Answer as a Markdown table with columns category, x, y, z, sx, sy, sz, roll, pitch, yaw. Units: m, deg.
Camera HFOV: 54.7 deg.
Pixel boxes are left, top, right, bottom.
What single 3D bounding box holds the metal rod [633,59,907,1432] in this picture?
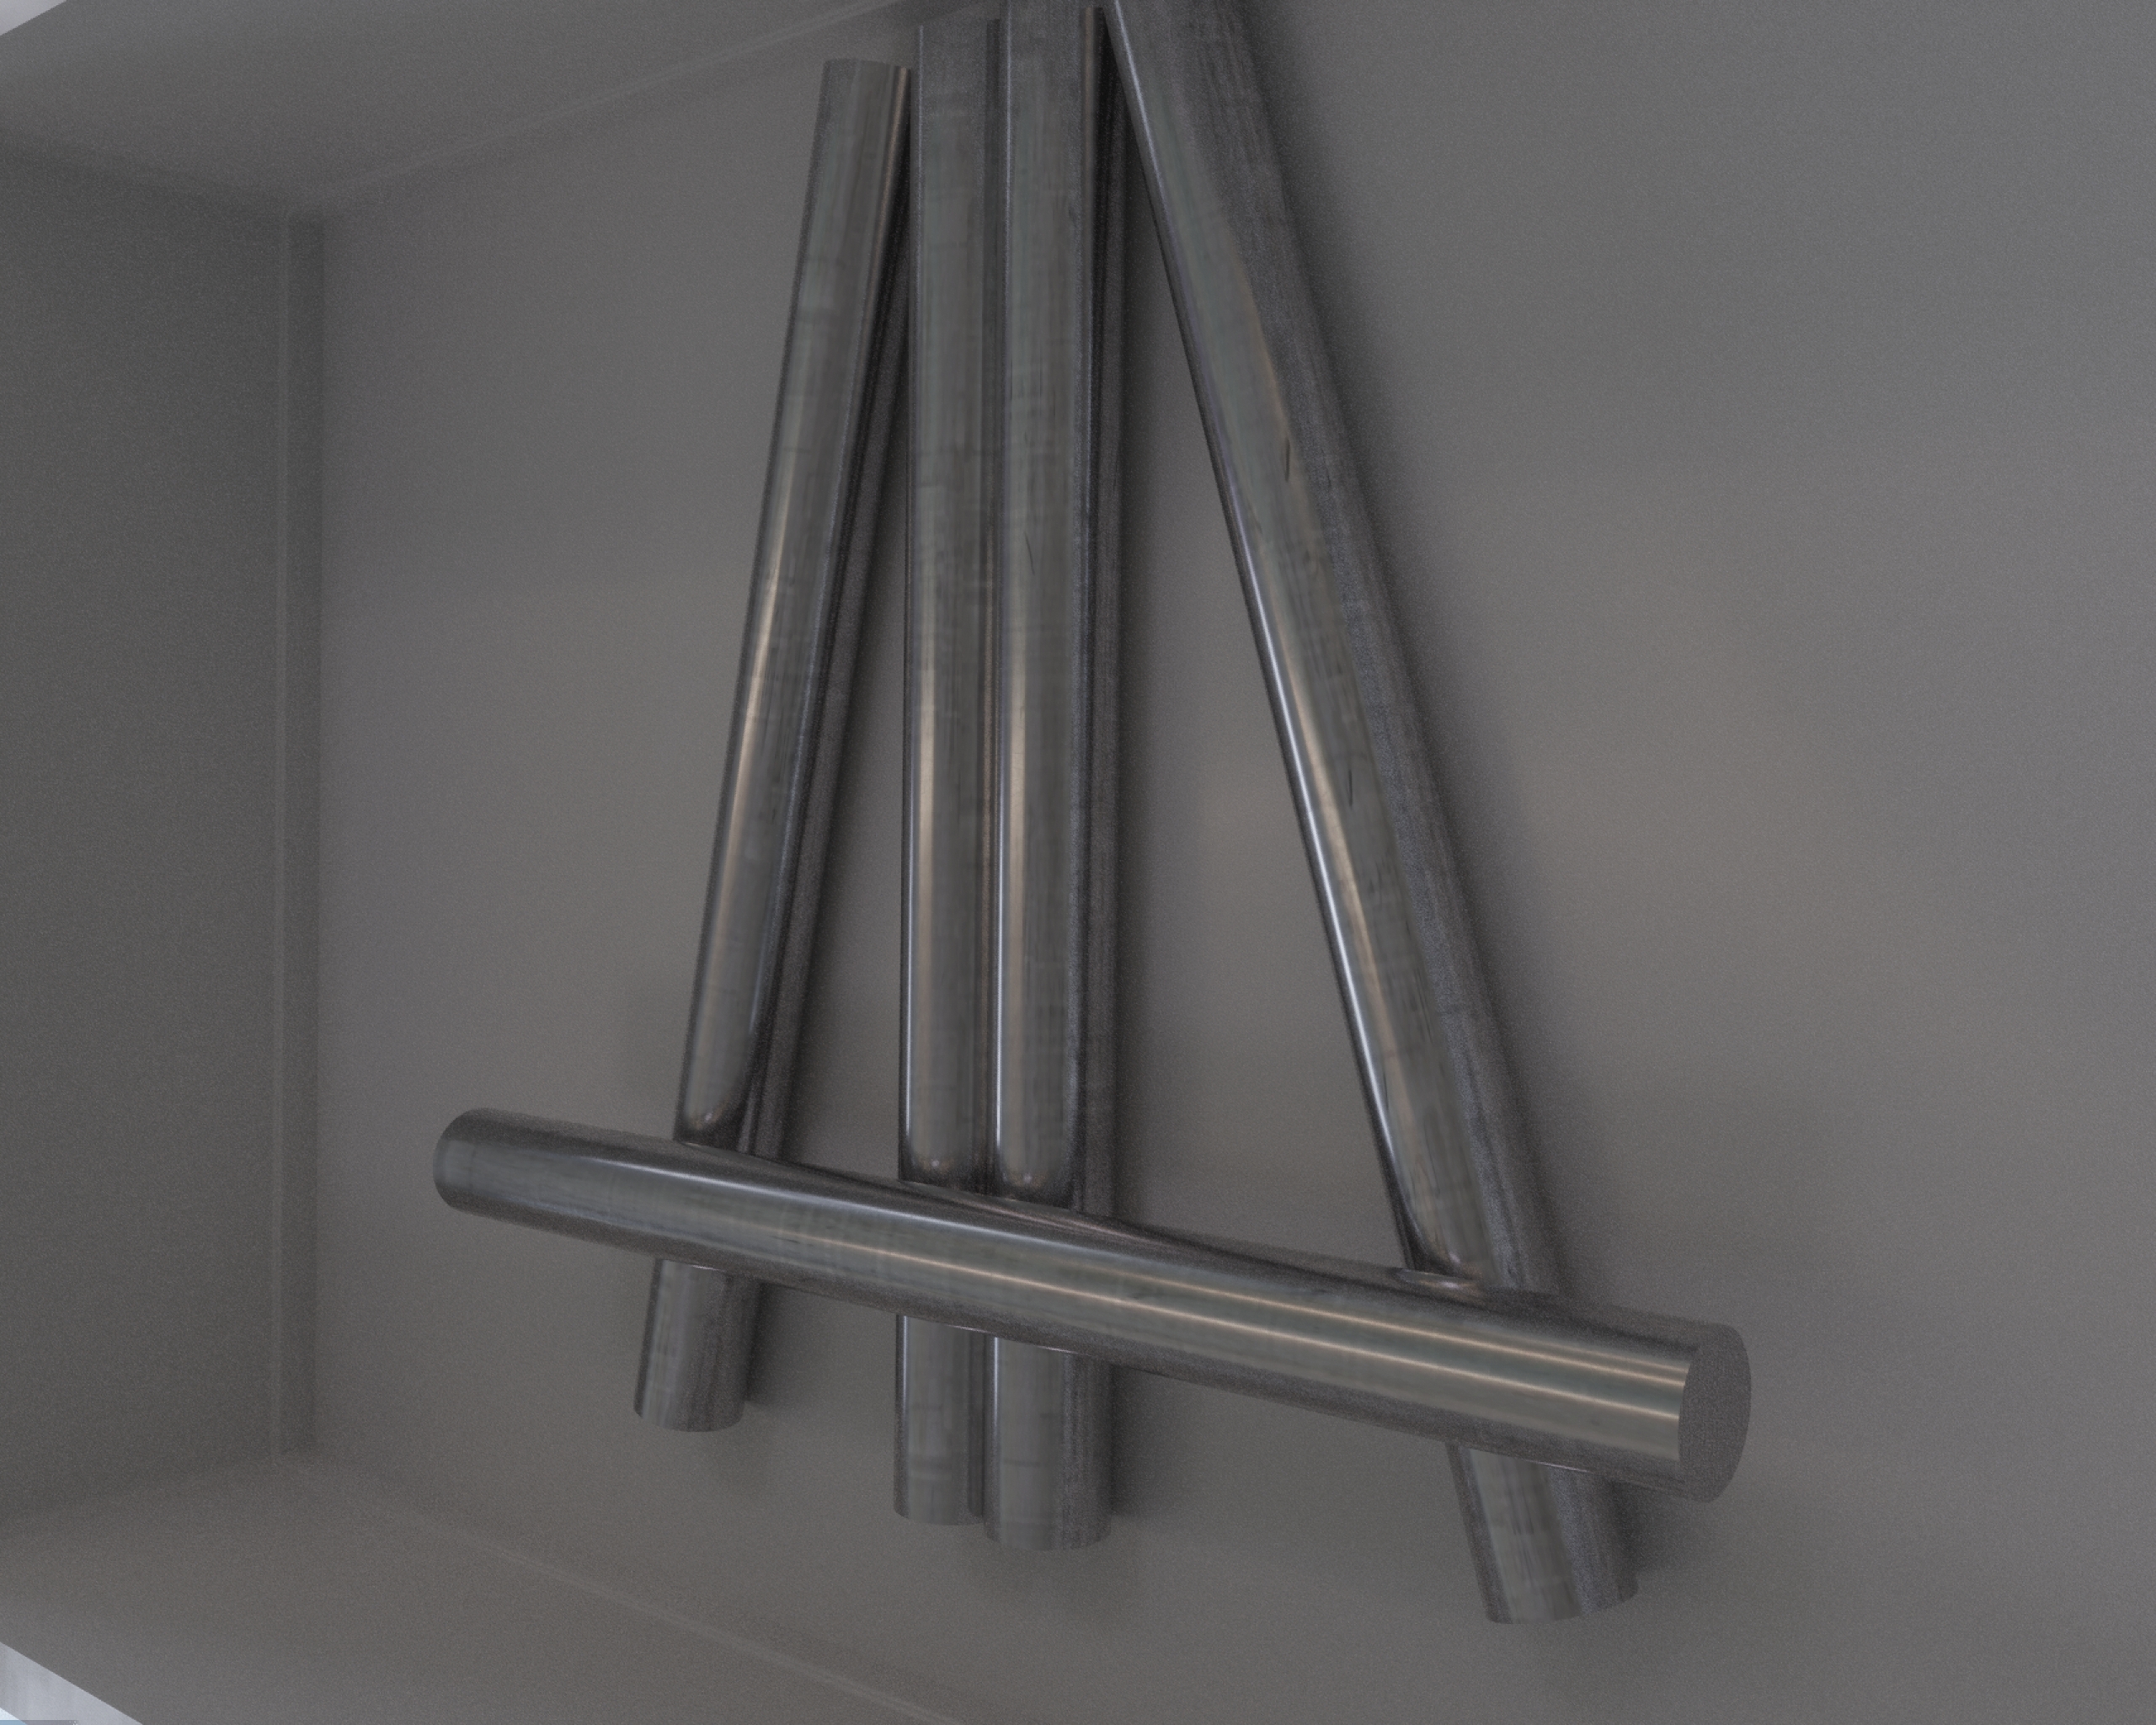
| category | x | y | z | sx | sy | sz | roll | pitch | yaw |
| --- | --- | --- | --- | --- | --- | --- | --- | --- | --- |
| metal rod | -0.065 | -0.020 | 0.460 | 0.025 | 0.025 | 0.298 | 16 | 100 | 39 |

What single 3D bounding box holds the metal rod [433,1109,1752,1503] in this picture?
| category | x | y | z | sx | sy | sz | roll | pitch | yaw |
| --- | --- | --- | --- | --- | --- | --- | --- | --- | --- |
| metal rod | -0.025 | 0.074 | 0.392 | 0.300 | 0.025 | 0.025 | 2 | 91 | 40 |

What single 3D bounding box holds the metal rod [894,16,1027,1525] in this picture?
| category | x | y | z | sx | sy | sz | roll | pitch | yaw |
| --- | --- | --- | --- | --- | --- | --- | --- | --- | --- |
| metal rod | -0.023 | -0.018 | 0.425 | 0.025 | 0.025 | 0.298 | 1 | 91 | 40 |

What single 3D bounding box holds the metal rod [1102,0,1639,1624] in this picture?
| category | x | y | z | sx | sy | sz | roll | pitch | yaw |
| --- | --- | --- | --- | --- | --- | --- | --- | --- | --- |
| metal rod | 0.048 | -0.023 | 0.366 | 0.025 | 0.025 | 0.299 | -20 | 77 | 38 |

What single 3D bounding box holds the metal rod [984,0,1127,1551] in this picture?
| category | x | y | z | sx | sy | sz | roll | pitch | yaw |
| --- | --- | --- | --- | --- | --- | --- | --- | --- | --- |
| metal rod | -0.004 | -0.018 | 0.409 | 0.025 | 0.025 | 0.298 | 1 | 91 | 40 |
